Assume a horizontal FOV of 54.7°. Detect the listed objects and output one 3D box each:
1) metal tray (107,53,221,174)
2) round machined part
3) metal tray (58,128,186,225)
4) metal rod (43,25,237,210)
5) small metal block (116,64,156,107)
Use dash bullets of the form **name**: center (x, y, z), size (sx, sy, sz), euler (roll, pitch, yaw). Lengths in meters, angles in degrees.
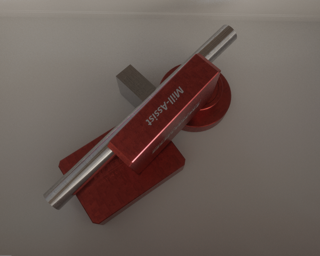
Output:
- **metal tray**: center (0.007, -0.011, 0.337), size (0.030, 0.090, 0.130), euler (42, 82, 11)
- **round machined part**: center (0.047, -0.047, 0.416), size (0.099, 0.042, 0.098), euler (0, 70, -1)
- **metal tray**: center (-0.046, 0.047, 0.388), size (0.131, 0.030, 0.090), euler (-33, 74, -12)
- **metal rod**: center (-0.016, -0.020, 0.374), size (0.025, 0.025, 0.301), euler (43, 79, 13)
- **small metal block**: center (-0.029, -0.049, 0.412), size (0.025, 0.050, 0.050), euler (-43, 76, -14)
